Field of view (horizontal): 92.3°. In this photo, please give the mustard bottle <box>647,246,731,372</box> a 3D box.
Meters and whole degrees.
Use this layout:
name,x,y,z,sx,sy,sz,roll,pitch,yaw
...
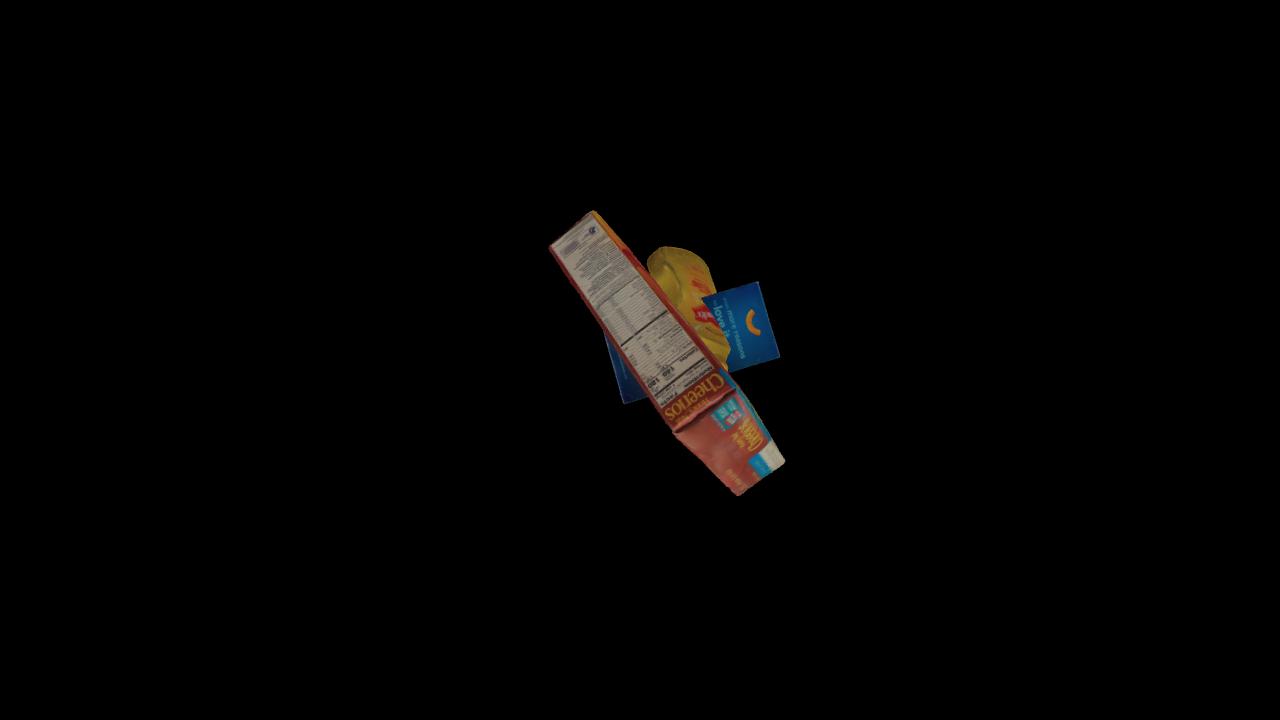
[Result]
name,x,y,z,sx,sy,sz,roll,pitch,yaw
mustard bottle,0.062,-0.040,0.698,0.054,0.184,0.092,-33,-38,29

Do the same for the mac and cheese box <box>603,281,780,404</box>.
name,x,y,z,sx,sy,sz,roll,pitch,yaw
mac and cheese box,0.057,-0.019,0.702,0.184,0.093,0.041,-16,-3,-2

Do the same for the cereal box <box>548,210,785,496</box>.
name,x,y,z,sx,sy,sz,roll,pitch,yaw
cereal box,0.029,-0.009,0.692,0.081,0.306,0.203,-38,-37,3
